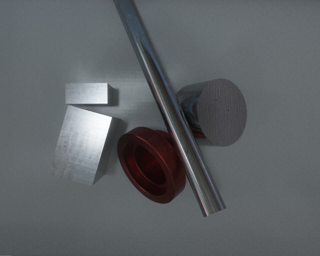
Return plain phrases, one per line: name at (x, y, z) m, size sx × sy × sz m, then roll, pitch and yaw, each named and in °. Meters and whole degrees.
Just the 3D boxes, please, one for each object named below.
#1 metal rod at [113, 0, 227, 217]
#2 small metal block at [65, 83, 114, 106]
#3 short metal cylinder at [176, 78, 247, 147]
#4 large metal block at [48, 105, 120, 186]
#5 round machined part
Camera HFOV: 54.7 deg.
metal rod at (0.003, -0.044, 0.365) m, size 0.025 × 0.025 × 0.299 m, roll -22°, pitch 71°, yaw 0°
small metal block at (-0.089, -0.042, 0.398) m, size 0.050 × 0.050 × 0.025 m, roll 0°, pitch 90°, yaw -1°
short metal cylinder at (0.060, -0.018, 0.382) m, size 0.081 × 0.050 × 0.079 m, roll 1°, pitch 88°, yaw -34°
large metal block at (-0.089, 0.019, 0.383) m, size 0.050 × 0.080 × 0.080 m, roll 16°, pitch 90°, yaw 0°
round machined part at (-0.005, 0.041, 0.385) m, size 0.042 × 0.098 × 0.098 m, roll -33°, pitch 91°, yaw -35°
